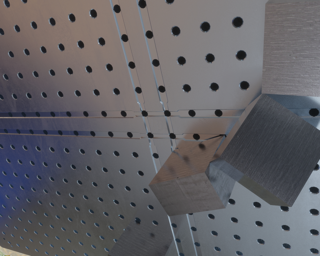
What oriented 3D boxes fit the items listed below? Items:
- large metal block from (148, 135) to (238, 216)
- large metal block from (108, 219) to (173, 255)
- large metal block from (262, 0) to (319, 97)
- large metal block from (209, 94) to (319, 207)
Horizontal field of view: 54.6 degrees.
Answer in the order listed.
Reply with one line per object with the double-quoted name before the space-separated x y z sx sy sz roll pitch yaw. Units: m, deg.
"large metal block" 0.046 0.060 0.389 0.080 0.080 0.050 -20 108 36
"large metal block" -0.034 0.216 0.528 0.080 0.080 0.050 23 127 14
"large metal block" 0.138 -0.075 0.276 0.080 0.050 0.080 7 122 24
"large metal block" 0.112 0.024 0.323 0.080 0.080 0.050 35 168 5
